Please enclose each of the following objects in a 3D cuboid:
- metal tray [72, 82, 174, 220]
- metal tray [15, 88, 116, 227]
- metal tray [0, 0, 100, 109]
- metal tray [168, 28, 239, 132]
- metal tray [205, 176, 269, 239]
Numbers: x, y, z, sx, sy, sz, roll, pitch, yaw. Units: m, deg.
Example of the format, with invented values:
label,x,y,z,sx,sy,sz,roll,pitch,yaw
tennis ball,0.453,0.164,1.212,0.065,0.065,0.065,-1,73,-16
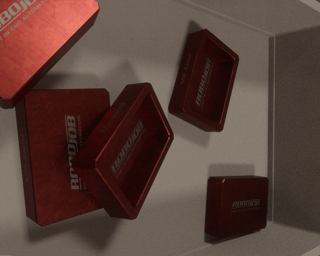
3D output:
label,x,y,z,sx,sy,sz,roll,pitch,yaw
metal tray,-0.032,0.022,0.343,0.090,0.030,0.130,65,37,-35
metal tray,-0.095,0.025,0.325,0.091,0.030,0.129,-7,95,-40
metal tray,-0.129,-0.093,0.276,0.090,0.030,0.130,38,65,-11
metal tray,0.069,-0.068,0.463,0.090,0.030,0.130,25,74,-37
metal tray,0.132,0.127,0.517,0.131,0.030,0.089,6,86,-40
